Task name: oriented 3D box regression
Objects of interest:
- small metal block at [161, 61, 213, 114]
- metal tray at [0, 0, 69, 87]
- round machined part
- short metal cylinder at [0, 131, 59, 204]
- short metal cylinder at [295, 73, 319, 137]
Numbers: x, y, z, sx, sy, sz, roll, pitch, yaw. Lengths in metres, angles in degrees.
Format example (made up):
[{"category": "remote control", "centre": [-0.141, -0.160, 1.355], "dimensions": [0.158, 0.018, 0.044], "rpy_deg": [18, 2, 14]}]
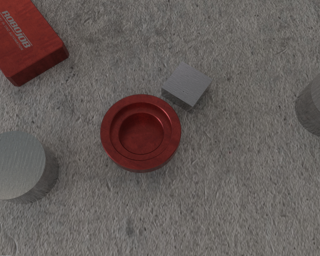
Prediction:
[{"category": "small metal block", "centre": [0.037, -0.056, 0.429], "dimensions": [0.050, 0.025, 0.050], "rpy_deg": [33, 73, 11]}, {"category": "metal tray", "centre": [-0.207, -0.134, 0.453], "dimensions": [0.090, 0.030, 0.130], "rpy_deg": [-35, 74, -12]}, {"category": "round machined part", "centre": [-0.023, 0.009, 0.396], "dimensions": [0.099, 0.042, 0.098], "rpy_deg": [0, 70, 0]}, {"category": "short metal cylinder", "centre": [-0.171, 0.049, 0.376], "dimensions": [0.081, 0.050, 0.080], "rpy_deg": [0, 70, 0]}, {"category": "short metal cylinder", "centre": [0.229, -0.032, 0.408], "dimensions": [0.081, 0.050, 0.080], "rpy_deg": [0, 70, 0]}]
